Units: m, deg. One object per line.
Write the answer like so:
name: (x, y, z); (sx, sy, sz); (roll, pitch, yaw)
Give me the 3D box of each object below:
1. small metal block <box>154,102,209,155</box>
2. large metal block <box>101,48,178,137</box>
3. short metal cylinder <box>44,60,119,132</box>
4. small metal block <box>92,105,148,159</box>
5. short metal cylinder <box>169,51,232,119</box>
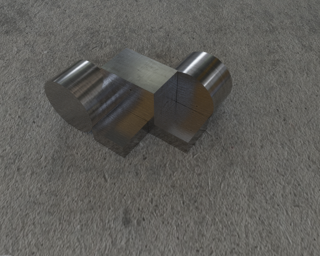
small metal block: (0.028, -0.001, 0.406); (0.050, 0.025, 0.050); (28, 55, 22)
large metal block: (-0.026, -0.047, 0.409); (0.080, 0.080, 0.050); (28, 55, 21)
short metal cylinder: (-0.101, -0.041, 0.403); (0.080, 0.080, 0.050); (28, 56, 21)
small metal block: (-0.051, 0.004, 0.401); (0.050, 0.025, 0.050); (28, 55, 22)
short metal cylinder: (0.049, -0.055, 0.415); (0.080, 0.080, 0.050); (29, 56, 22)
